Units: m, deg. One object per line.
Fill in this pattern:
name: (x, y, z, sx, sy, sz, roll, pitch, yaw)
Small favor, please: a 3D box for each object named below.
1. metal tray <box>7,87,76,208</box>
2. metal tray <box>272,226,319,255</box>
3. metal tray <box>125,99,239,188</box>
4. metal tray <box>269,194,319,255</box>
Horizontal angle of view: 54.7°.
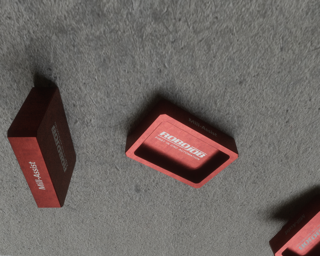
metal tray: (-0.139, 0.026, 0.384, 0.030, 0.090, 0.129, 0, 130, 0)
metal tray: (0.296, 0.229, 0.601, 0.131, 0.030, 0.089, 0, 130, 0)
metal tray: (0.030, 0.027, 0.426, 0.131, 0.030, 0.090, 28, 125, -22)
metal tray: (0.267, 0.186, 0.535, 0.090, 0.030, 0.129, 30, 110, -13)
